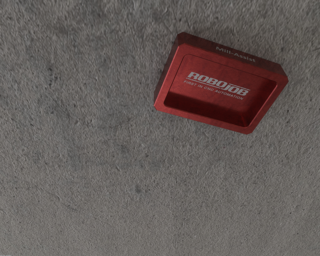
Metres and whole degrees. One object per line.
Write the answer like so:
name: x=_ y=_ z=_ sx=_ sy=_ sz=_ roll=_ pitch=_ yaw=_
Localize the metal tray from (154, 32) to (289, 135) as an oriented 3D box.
metal tray: x=0.067 y=-0.048 z=0.363 sx=0.131 sy=0.030 sz=0.089 roll=15 pitch=129 yaw=-12
